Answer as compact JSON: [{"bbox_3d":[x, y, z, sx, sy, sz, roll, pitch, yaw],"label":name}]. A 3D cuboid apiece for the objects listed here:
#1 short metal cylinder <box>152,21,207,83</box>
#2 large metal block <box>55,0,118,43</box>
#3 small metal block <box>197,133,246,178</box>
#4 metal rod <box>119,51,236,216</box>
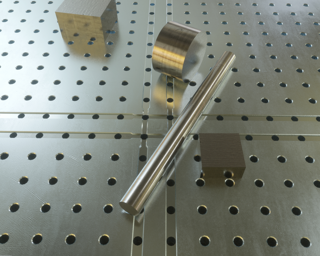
[{"bbox_3d":[0.031,-0.115,0.468,0.050,0.080,0.080,25,54,19],"label":"short metal cylinder"},{"bbox_3d":[-0.130,-0.204,0.562,0.080,0.050,0.080,9,51,7],"label":"large metal block"},{"bbox_3d":[0.073,0.034,0.380,0.050,0.025,0.050,0,50,0],"label":"small metal block"},{"bbox_3d":[0.039,-0.014,0.418,0.025,0.025,0.301,23,54,18],"label":"metal rod"}]
